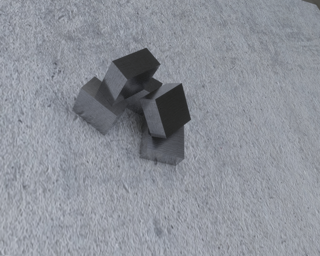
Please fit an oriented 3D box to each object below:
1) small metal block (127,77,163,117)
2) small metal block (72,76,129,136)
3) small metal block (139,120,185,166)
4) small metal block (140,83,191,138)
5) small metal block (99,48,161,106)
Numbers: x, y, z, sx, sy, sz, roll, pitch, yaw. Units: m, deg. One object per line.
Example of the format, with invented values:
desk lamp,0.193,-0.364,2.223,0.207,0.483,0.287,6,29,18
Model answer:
small metal block,-0.032,-0.048,0.403,0.050,0.050,0.025,28,52,-11
small metal block,-0.072,-0.025,0.367,0.050,0.050,0.025,39,51,-3
small metal block,0.003,0.017,0.398,0.050,0.025,0.050,15,56,-20
small metal block,0.008,-0.022,0.377,0.050,0.025,0.050,-36,119,-39
small metal block,-0.034,-0.056,0.342,0.050,0.050,0.025,-33,81,-38
